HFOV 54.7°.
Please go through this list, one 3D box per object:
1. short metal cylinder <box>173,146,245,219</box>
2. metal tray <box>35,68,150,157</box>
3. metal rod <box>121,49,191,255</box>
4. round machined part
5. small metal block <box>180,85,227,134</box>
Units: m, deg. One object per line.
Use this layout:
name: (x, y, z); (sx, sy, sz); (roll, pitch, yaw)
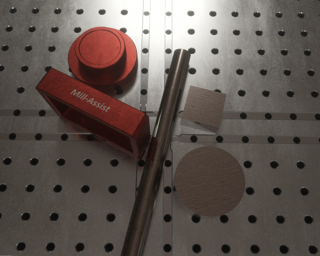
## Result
short metal cylinder: (0.056, 0.067, 0.375); (0.081, 0.050, 0.080); (0, 70, -1)
metal tray: (-0.076, -0.015, 0.381); (0.130, 0.090, 0.030); (26, 72, 9)
metal rod: (-0.002, 0.028, 0.401); (0.025, 0.025, 0.299); (13, 70, 4)
round machined part: (-0.081, -0.103, 0.440); (0.099, 0.042, 0.098); (0, 70, -1)
small metal block: (0.059, -0.025, 0.422); (0.050, 0.025, 0.050); (14, 71, 5)
